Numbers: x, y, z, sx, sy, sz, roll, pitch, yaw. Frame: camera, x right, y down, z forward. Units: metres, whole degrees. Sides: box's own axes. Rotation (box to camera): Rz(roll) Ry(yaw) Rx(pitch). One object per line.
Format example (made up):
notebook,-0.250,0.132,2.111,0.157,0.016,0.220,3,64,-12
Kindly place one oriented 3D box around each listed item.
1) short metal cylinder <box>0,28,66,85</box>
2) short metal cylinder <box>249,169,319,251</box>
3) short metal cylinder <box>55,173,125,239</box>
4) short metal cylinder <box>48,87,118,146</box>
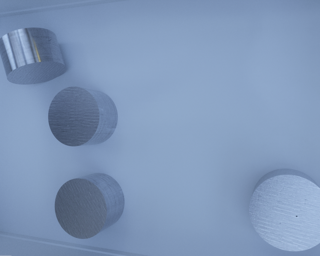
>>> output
short metal cylinder,-0.183,-0.101,0.446,0.080,0.080,0.050,-20,83,19
short metal cylinder,0.143,0.088,0.346,0.080,0.050,0.080,0,90,20
short metal cylinder,-0.097,0.106,0.431,0.080,0.050,0.080,0,90,20
short metal cylinder,-0.107,-0.015,0.435,0.080,0.050,0.080,0,90,20
